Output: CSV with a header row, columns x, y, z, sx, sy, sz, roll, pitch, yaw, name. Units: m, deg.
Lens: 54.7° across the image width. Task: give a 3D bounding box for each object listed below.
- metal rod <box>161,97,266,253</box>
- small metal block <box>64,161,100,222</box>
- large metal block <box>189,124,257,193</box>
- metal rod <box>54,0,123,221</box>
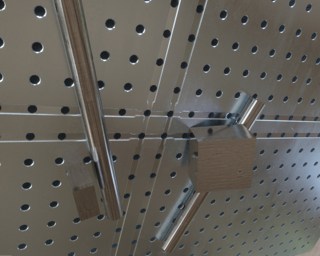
x,y,z,sx,sy,sz,roll,pitch,yaw,name
0.080,0.085,0.507,0.025,0.025,0.298,17,110,-35,metal rod
-0.098,0.079,0.390,0.025,0.050,0.050,-16,125,-19,small metal block
0.087,0.043,0.449,0.081,0.050,0.079,-4,113,-8,large metal block
-0.076,0.001,0.370,0.025,0.025,0.298,-17,126,-19,metal rod
